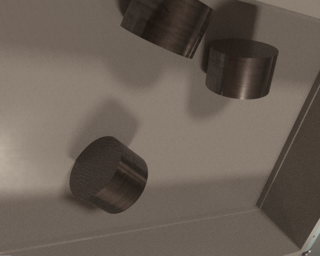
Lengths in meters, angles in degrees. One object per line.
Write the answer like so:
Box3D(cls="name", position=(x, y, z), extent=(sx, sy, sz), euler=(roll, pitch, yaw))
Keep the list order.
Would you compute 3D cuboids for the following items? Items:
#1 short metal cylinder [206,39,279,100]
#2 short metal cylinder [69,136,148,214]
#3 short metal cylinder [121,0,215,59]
Box3D(cls="short metal cylinder", position=(0.099, -0.075, 0.383), extent=(0.081, 0.080, 0.050), euler=(-12, 124, -23))
Box3D(cls="short metal cylinder", position=(-0.062, 0.057, 0.376), extent=(0.080, 0.080, 0.050), euler=(-45, 130, 3))
Box3D(cls="short metal cylinder", position=(0.007, -0.110, 0.310), extent=(0.081, 0.080, 0.050), euler=(13, 112, -34))
